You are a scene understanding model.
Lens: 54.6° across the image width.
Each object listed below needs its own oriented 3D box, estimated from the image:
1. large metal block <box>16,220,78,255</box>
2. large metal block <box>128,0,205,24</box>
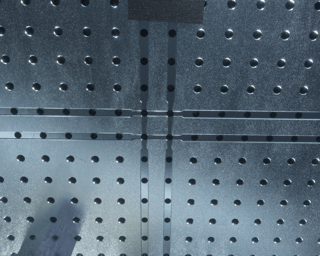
[{"bbox_3d":[-0.177,0.198,0.455,0.080,0.080,0.050,-42,105,14],"label":"large metal block"},{"bbox_3d":[0.008,-0.159,0.341,0.080,0.050,0.079,3,110,-1],"label":"large metal block"}]
